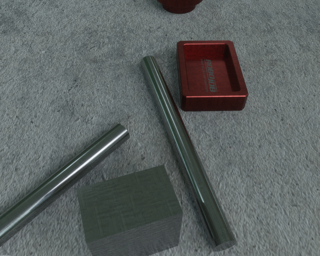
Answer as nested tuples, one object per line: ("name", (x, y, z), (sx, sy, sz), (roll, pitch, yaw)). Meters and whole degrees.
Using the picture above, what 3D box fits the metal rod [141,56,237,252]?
("metal rod", (0.023, 0.006, 0.398), (0.025, 0.025, 0.300), (-12, 51, -10))

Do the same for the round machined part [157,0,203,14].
("round machined part", (0.038, -0.263, 0.614), (0.099, 0.042, 0.098), (0, 50, 0))

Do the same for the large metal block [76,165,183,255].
("large metal block", (-0.027, 0.087, 0.294), (0.081, 0.080, 0.050), (-14, 52, -12))

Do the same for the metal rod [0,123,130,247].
("metal rod", (-0.146, 0.091, 0.324), (0.025, 0.025, 0.302), (34, 57, 24))

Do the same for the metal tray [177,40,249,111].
("metal tray", (0.074, -0.083, 0.470), (0.091, 0.030, 0.130), (-1, 50, -1))
